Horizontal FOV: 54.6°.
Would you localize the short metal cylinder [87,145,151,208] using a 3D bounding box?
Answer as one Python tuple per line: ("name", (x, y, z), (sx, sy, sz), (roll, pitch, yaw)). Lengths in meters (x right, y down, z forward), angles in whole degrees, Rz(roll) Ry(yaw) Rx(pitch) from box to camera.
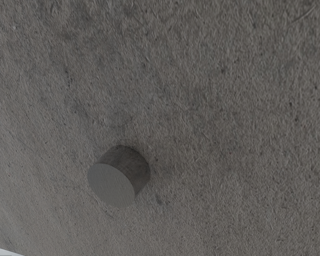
("short metal cylinder", (-0.062, 0.073, 0.469), (0.080, 0.050, 0.080), (13, 124, 21))
